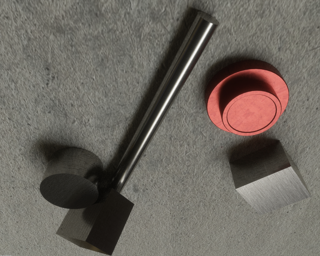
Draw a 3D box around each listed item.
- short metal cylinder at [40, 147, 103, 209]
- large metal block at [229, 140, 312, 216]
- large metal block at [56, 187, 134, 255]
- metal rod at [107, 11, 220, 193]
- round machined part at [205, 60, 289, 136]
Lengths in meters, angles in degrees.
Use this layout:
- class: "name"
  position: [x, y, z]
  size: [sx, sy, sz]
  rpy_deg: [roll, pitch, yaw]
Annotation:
- class: "short metal cylinder"
  position: [-0.127, 0.074, 0.452]
  size: [0.081, 0.050, 0.079]
  rpy_deg: [0, 130, 0]
- class: "large metal block"
  position: [0.162, 0.076, 0.458]
  size: [0.080, 0.050, 0.080]
  rpy_deg: [-29, 125, 22]
- class: "large metal block"
  position: [-0.098, 0.137, 0.469]
  size: [0.080, 0.080, 0.050]
  rpy_deg: [-9, 136, 43]
- class: "metal rod"
  position: [-0.012, -0.007, 0.400]
  size: [0.025, 0.025, 0.298]
  rpy_deg: [19, 128, -16]
- class: "round machined part"
  position: [0.106, -0.029, 0.373]
  size: [0.099, 0.042, 0.097]
  rpy_deg: [-1, 130, 0]
